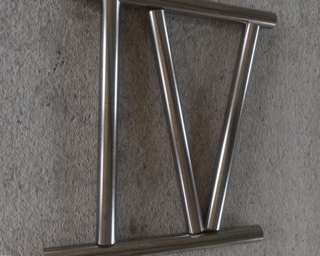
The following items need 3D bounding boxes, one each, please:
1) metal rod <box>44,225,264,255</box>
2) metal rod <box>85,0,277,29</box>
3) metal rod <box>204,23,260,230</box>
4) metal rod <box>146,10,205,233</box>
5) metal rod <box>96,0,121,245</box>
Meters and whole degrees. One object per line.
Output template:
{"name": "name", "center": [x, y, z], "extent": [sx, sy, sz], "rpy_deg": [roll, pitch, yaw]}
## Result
{"name": "metal rod", "center": [0.006, 0.155, 0.413], "extent": [0.303, 0.025, 0.025], "rpy_deg": [1, 90, -21]}
{"name": "metal rod", "center": [0.029, -0.167, 0.422], "extent": [0.303, 0.025, 0.025], "rpy_deg": [1, 90, -21]}
{"name": "metal rod", "center": [0.104, -0.005, 0.449], "extent": [0.025, 0.025, 0.298], "rpy_deg": [14, 85, -20]}
{"name": "metal rod", "center": [0.021, -0.006, 0.418], "extent": [0.025, 0.025, 0.298], "rpy_deg": [-12, 94, -20]}
{"name": "metal rod", "center": [-0.064, -0.008, 0.386], "extent": [0.025, 0.025, 0.298], "rpy_deg": [1, 90, -20]}
